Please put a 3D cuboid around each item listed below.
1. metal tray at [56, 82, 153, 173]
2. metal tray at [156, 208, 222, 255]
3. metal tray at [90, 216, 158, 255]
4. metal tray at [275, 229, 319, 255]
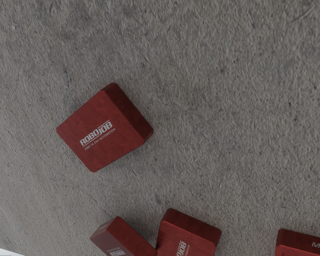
[{"bbox_3d":[-0.084,0.004,0.450,0.130,0.030,0.090,-31,101,38],"label":"metal tray"},{"bbox_3d":[0.040,0.199,0.506,0.090,0.030,0.129,20,126,16],"label":"metal tray"},{"bbox_3d":[-0.068,0.206,0.544,0.090,0.030,0.129,43,145,-1],"label":"metal tray"},{"bbox_3d":[0.219,0.189,0.404,0.130,0.030,0.089,8,122,24],"label":"metal tray"}]
